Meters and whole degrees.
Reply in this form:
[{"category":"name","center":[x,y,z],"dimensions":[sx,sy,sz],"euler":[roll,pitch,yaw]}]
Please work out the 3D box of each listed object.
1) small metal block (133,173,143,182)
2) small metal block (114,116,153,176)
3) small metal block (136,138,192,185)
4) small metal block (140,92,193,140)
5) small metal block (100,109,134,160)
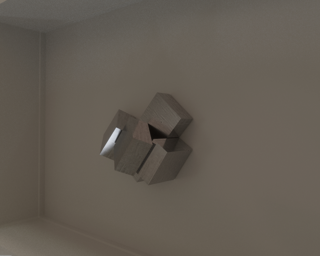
[{"category":"small metal block","center":[-0.024,0.037,0.422],"dimensions":[0.050,0.025,0.050],"euler":[50,119,28]},{"category":"small metal block","center":[-0.035,0.022,0.383],"dimensions":[0.050,0.025,0.050],"euler":[-59,23,23]},{"category":"small metal block","center":[0.005,0.040,0.382],"dimensions":[0.025,0.050,0.050],"euler":[43,116,31]},{"category":"small metal block","center":[0.006,-0.010,0.398],"dimensions":[0.050,0.025,0.050],"euler":[50,119,28]},{"category":"small metal block","center":[-0.060,0.010,0.436],"dimensions":[0.050,0.025,0.050],"euler":[-55,20,26]}]
